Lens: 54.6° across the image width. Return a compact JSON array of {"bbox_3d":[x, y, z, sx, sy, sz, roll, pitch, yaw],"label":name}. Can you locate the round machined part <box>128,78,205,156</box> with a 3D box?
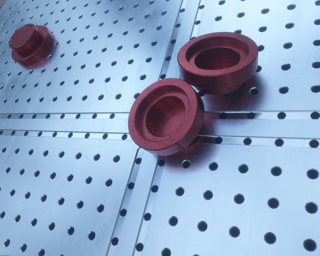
[{"bbox_3d":[0.012,-0.011,0.394,0.098,0.042,0.098,-14,61,26],"label":"round machined part"}]

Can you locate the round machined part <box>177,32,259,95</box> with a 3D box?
[{"bbox_3d":[0.074,-0.079,0.395,0.098,0.042,0.098,-7,44,7],"label":"round machined part"}]

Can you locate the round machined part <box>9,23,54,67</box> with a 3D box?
[{"bbox_3d":[-0.278,-0.182,0.657,0.098,0.042,0.098,-13,56,21],"label":"round machined part"}]
